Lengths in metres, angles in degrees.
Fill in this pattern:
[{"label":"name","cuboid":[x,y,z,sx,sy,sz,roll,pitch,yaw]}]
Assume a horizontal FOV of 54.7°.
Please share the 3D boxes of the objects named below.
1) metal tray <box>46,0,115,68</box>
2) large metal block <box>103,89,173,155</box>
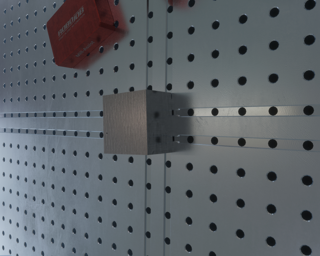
[{"label":"metal tray","cuboid":[-0.137,-0.171,0.519,0.130,0.030,0.090,-28,73,36]},{"label":"large metal block","cuboid":[-0.031,-0.006,0.418,0.080,0.050,0.080,-2,89,40]}]
